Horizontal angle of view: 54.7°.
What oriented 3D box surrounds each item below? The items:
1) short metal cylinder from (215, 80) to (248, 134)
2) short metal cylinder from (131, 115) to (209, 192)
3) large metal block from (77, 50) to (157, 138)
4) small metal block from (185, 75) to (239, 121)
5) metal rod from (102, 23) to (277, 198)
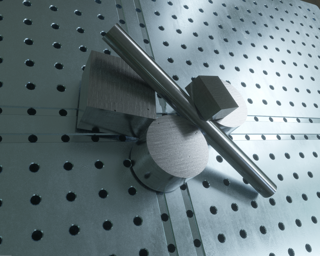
[{"bbox_3d":[0.077,-0.025,0.444,0.081,0.050,0.080,14,56,-21],"label":"short metal cylinder"},{"bbox_3d":[0.011,0.031,0.375,0.081,0.050,0.080,14,56,-21],"label":"short metal cylinder"},{"bbox_3d":[-0.053,-0.039,0.381,0.081,0.050,0.080,10,57,-23],"label":"large metal block"},{"bbox_3d":[0.066,-0.038,0.389,0.050,0.025,0.050,-11,66,-52],"label":"small metal block"},{"bbox_3d":[0.048,-0.011,0.391,0.300,0.025,0.025,43,50,-17],"label":"metal rod"}]
